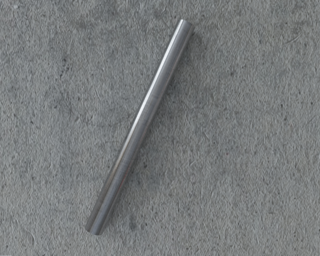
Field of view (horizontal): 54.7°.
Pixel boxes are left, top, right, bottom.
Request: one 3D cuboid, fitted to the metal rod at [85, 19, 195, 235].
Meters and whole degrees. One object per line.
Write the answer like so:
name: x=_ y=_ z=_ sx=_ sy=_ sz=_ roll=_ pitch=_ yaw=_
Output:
metal rod: x=-0.026 y=-0.001 z=0.409 sx=0.025 sy=0.025 sz=0.299 roll=24 pitch=90 yaw=0
